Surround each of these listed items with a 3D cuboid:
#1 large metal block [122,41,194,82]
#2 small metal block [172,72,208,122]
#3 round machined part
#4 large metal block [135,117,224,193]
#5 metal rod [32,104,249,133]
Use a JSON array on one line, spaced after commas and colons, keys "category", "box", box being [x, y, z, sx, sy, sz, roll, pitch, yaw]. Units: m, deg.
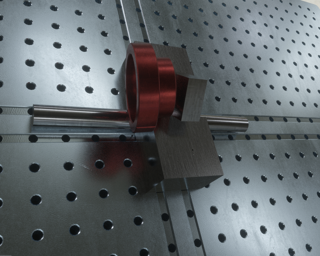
[{"category": "large metal block", "box": [0.000, -0.069, 0.434, 0.081, 0.050, 0.080, 1, 62, -28]}, {"category": "small metal block", "box": [0.028, -0.039, 0.375, 0.025, 0.050, 0.050, 1, 18, -28]}, {"category": "round machined part", "box": [-0.011, -0.044, 0.345, 0.042, 0.098, 0.098, -3, 63, -14]}, {"category": "large metal block", "box": [0.022, 0.031, 0.385, 0.081, 0.050, 0.080, 1, 61, -28]}, {"category": "metal rod", "box": [-0.006, -0.009, 0.410, 0.303, 0.025, 0.025, 2, 61, -27]}]
